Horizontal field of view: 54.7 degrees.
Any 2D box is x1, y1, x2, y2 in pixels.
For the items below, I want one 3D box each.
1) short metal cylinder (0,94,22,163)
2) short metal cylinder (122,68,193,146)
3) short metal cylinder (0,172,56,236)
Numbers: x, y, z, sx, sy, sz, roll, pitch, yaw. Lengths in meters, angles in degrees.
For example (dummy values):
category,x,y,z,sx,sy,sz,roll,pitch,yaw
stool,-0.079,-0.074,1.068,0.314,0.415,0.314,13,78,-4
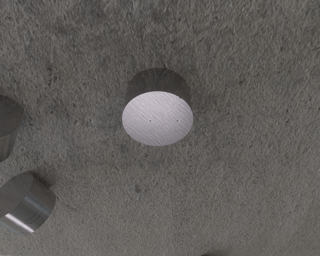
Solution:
category,x,y,z,sx,sy,sz,roll,pitch,yaw
short metal cylinder,-0.213,0.000,0.369,0.080,0.080,0.050,21,127,-17
short metal cylinder,-0.003,-0.024,0.370,0.081,0.050,0.079,0,130,0
short metal cylinder,-0.206,0.113,0.466,0.080,0.080,0.050,-22,127,17
